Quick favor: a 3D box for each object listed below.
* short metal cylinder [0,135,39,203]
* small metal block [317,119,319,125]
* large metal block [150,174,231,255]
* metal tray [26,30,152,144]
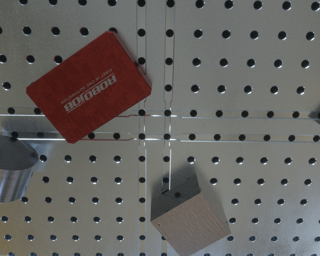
[{"bbox_3d":[-0.206,0.051,0.400,0.080,0.080,0.050,23,108,-9],"label":"short metal cylinder"},{"bbox_3d":[0.251,-0.010,0.413,0.050,0.025,0.050,31,107,-11],"label":"small metal block"},{"bbox_3d":[0.043,0.128,0.448,0.080,0.050,0.080,-33,107,11],"label":"large metal block"},{"bbox_3d":[-0.087,-0.050,0.391,0.130,0.030,0.090,-32,108,10],"label":"metal tray"}]
